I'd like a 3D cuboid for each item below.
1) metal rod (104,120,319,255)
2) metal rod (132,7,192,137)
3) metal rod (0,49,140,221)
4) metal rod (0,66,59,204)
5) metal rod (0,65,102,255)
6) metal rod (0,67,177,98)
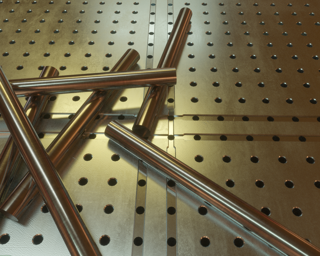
[{"bbox_3d":[0.055,0.071,0.347,0.300,0.025,0.025,31,57,23],"label":"metal rod"},{"bbox_3d":[0.012,-0.107,0.497,0.025,0.025,0.300,11,51,9],"label":"metal rod"},{"bbox_3d":[-0.103,-0.014,0.418,0.025,0.025,0.301,18,52,15],"label":"metal rod"},{"bbox_3d":[-0.180,0.028,0.383,0.025,0.025,0.300,3,50,3],"label":"metal rod"},{"bbox_3d":[-0.140,0.029,0.346,0.025,0.025,0.300,-28,66,-21],"label":"metal rod"},{"bbox_3d":[-0.128,-0.059,0.423,0.302,0.025,0.025,-5,50,-5],"label":"metal rod"}]
